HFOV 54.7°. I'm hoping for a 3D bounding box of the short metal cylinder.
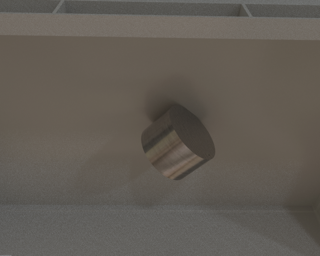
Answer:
[{"bbox_3d":[0.023,0.018,0.389,0.080,0.080,0.050,35,122,-26],"label":"short metal cylinder"}]
